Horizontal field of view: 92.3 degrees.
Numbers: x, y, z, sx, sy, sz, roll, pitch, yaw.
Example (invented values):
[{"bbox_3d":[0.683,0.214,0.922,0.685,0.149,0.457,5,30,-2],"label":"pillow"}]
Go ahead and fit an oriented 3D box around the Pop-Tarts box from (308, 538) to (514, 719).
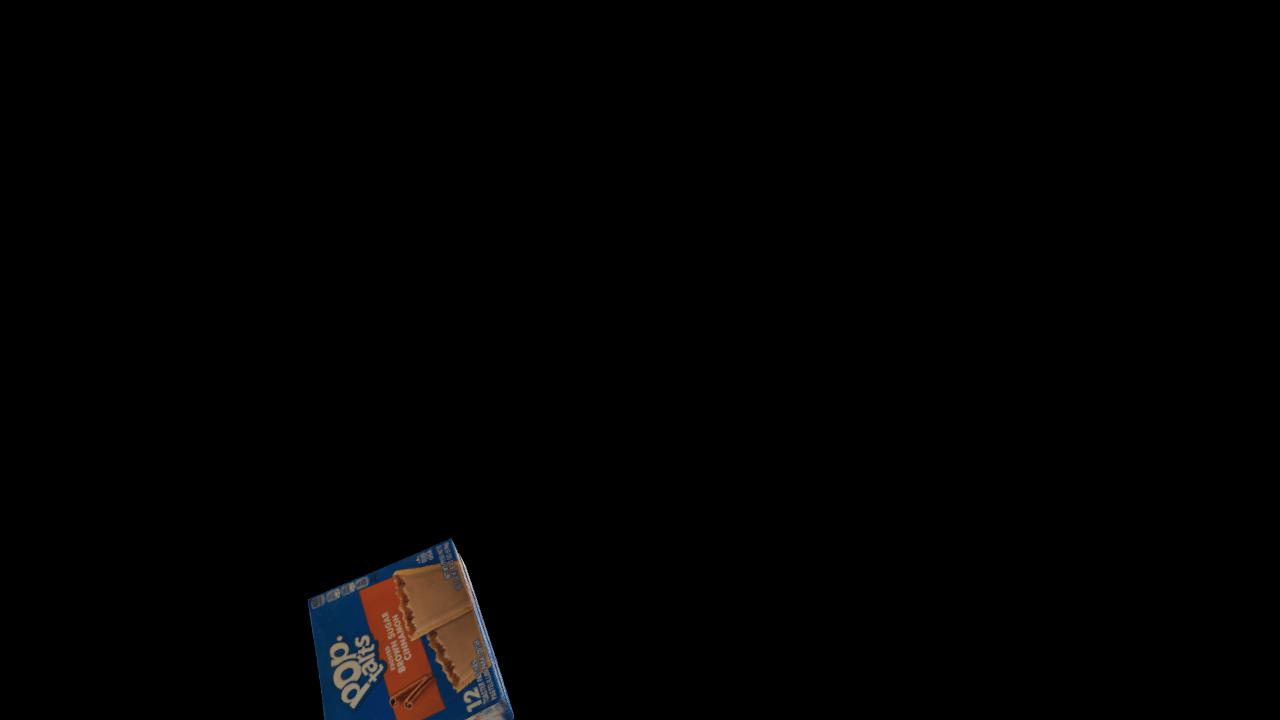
[{"bbox_3d":[-0.215,0.281,0.578,0.141,0.083,0.167,-20,51,-17],"label":"Pop-Tarts box"}]
